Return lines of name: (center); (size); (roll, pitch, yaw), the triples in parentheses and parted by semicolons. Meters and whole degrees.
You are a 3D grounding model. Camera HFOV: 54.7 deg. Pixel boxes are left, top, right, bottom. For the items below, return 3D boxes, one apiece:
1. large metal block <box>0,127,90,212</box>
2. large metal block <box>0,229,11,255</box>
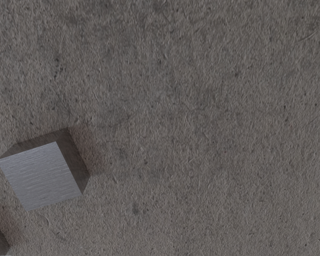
large metal block: (-0.152, 0.055, 0.415); (0.080, 0.050, 0.080); (-17, 109, 6)
large metal block: (-0.286, 0.173, 0.457); (0.080, 0.050, 0.080); (-16, 110, 5)
